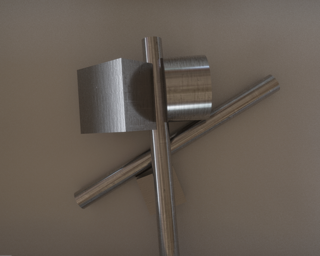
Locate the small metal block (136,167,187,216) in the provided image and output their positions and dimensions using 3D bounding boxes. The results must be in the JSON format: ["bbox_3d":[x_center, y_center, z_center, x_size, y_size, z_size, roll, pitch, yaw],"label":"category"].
[{"bbox_3d":[0.002,0.081,0.410,0.050,0.025,0.050,-21,90,-1],"label":"small metal block"}]

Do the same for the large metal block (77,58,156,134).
[{"bbox_3d":[-0.054,-0.035,0.377,0.080,0.050,0.079,-3,90,40],"label":"large metal block"}]

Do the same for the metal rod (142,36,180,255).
[{"bbox_3d":[0.002,0.038,0.384,0.025,0.025,0.298,-5,89,-1],"label":"metal rod"}]

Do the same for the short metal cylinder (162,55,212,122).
[{"bbox_3d":[0.031,-0.048,0.382,0.050,0.080,0.079,-4,90,-2],"label":"short metal cylinder"}]

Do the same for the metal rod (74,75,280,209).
[{"bbox_3d":[0.023,0.018,0.410,0.301,0.025,0.025,-31,90,-1],"label":"metal rod"}]
